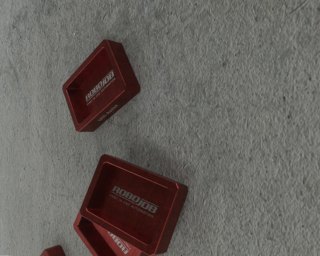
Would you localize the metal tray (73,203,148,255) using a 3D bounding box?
[{"bbox_3d":[-0.072,0.156,0.460,0.130,0.030,0.089,39,114,33],"label":"metal tray"}]

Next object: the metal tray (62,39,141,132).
[{"bbox_3d":[-0.096,-0.062,0.480,0.130,0.030,0.090,-36,68,34],"label":"metal tray"}]

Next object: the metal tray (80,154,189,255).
[{"bbox_3d":[-0.037,0.096,0.407,0.130,0.030,0.090,17,84,32],"label":"metal tray"}]

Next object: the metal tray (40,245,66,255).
[{"bbox_3d":[-0.184,0.291,0.553,0.130,0.030,0.090,52,120,27],"label":"metal tray"}]
